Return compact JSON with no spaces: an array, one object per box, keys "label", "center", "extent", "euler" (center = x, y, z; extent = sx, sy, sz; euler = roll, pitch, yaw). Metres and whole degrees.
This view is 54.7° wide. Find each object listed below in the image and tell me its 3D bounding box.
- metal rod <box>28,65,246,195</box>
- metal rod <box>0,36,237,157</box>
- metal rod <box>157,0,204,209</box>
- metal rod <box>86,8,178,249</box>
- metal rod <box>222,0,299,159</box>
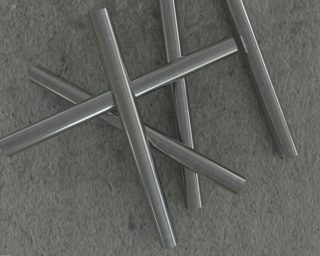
[{"label":"metal rod","center":[-0.034,-0.001,0.392],"extent":[0.301,0.025,0.025],"euler":[29,90,6]},{"label":"metal rod","center":[-0.044,-0.041,0.375],"extent":[0.302,0.025,0.025],"euler":[-25,90,-7]},{"label":"metal rod","center":[0.026,-0.044,0.410],"extent":[0.025,0.025,0.298],"euler":[-8,90,0]},{"label":"metal rod","center":[-0.026,0.015,0.367],"extent":[0.025,0.025,0.298],"euler":[-16,108,0]},{"label":"metal rod","center":[0.121,-0.103,0.411],"extent":[0.025,0.025,0.299],"euler":[-20,90,0]}]
